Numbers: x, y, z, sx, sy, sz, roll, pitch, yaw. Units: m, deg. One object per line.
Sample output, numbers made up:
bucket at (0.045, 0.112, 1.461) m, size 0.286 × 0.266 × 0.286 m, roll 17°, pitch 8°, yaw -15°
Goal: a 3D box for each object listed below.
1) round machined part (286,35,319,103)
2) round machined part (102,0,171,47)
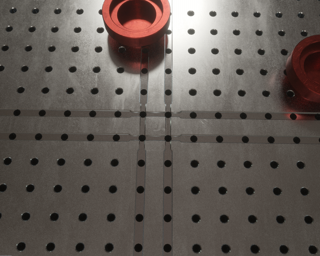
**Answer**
round machined part at (0.226, -0.078, 0.434) m, size 0.099 × 0.042 × 0.098 m, roll 0°, pitch 70°, yaw -1°
round machined part at (-0.034, -0.162, 0.462) m, size 0.099 × 0.042 × 0.098 m, roll 0°, pitch 70°, yaw -1°
